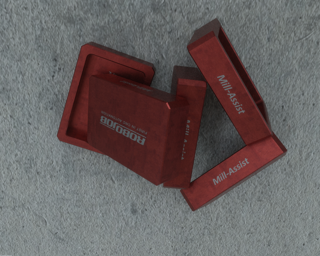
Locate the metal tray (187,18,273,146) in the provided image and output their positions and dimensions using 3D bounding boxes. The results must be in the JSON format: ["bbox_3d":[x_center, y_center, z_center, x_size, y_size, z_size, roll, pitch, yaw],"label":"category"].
[{"bbox_3d":[0.082,-0.055,0.355,0.030,0.090,0.130,-27,109,24],"label":"metal tray"}]

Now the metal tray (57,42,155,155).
[{"bbox_3d":[-0.069,-0.033,0.395,0.091,0.030,0.129,19,109,-7],"label":"metal tray"}]

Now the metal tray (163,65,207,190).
[{"bbox_3d":[0.026,-0.003,0.376,0.030,0.090,0.129,6,111,-3],"label":"metal tray"}]

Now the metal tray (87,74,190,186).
[{"bbox_3d":[-0.031,-0.004,0.349,0.130,0.030,0.089,24,116,38],"label":"metal tray"}]

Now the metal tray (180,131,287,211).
[{"bbox_3d":[0.097,0.056,0.398,0.130,0.090,0.030,-36,71,12],"label":"metal tray"}]
